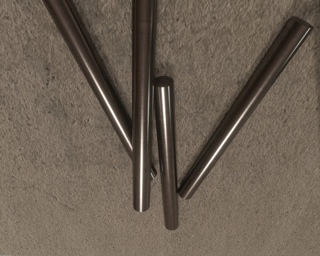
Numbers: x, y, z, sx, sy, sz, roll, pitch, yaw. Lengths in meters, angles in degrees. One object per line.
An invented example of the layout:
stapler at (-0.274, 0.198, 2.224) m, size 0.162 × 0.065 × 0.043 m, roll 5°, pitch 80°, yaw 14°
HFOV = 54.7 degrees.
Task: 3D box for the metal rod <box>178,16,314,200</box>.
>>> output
metal rod at (0.093, -0.002, 0.406) m, size 0.025 × 0.025 × 0.298 m, roll 16°, pitch 128°, yaw -14°

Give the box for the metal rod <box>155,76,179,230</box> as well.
metal rod at (0.012, 0.059, 0.457) m, size 0.025 × 0.025 × 0.298 m, roll -3°, pitch 130°, yaw 2°

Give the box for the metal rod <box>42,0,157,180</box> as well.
metal rod at (-0.063, -0.037, 0.374) m, size 0.025 × 0.025 × 0.299 m, roll -14°, pitch 129°, yaw 11°

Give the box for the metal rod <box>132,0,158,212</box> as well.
metal rod at (-0.021, -0.009, 0.377) m, size 0.025 × 0.025 × 0.298 m, roll 2°, pitch 124°, yaw -2°
